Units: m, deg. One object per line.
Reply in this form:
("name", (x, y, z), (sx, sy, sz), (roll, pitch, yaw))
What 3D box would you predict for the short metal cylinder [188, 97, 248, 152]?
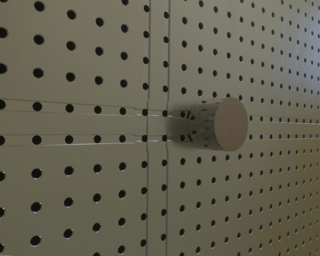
("short metal cylinder", (0.089, -0.006, 0.470), (0.081, 0.050, 0.079), (0, 90, -40))
